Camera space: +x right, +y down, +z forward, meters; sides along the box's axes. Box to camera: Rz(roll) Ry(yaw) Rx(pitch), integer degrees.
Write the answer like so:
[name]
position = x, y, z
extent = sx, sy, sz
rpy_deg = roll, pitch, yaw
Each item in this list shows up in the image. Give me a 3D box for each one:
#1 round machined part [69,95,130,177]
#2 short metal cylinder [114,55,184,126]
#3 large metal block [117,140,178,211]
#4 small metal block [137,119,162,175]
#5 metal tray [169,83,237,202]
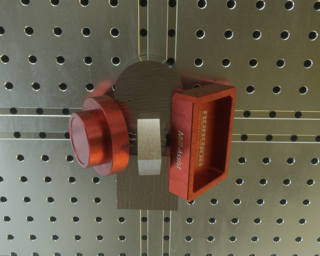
[round machined part]
position = -0.078, 0.012, 0.374
extent = 0.042, 0.098, 0.097
rpy_deg = -11, 114, -32
[short metal cylinder]
position = -0.013, -0.046, 0.382
extent = 0.081, 0.050, 0.079
rpy_deg = 0, 110, 0
[large metal block]
position = -0.015, 0.063, 0.423
extent = 0.081, 0.050, 0.079
rpy_deg = 2, 110, -1
[small metal block]
position = -0.013, 0.023, 0.363
extent = 0.025, 0.050, 0.050
rpy_deg = -1, 152, -3
[metal tray]
position = 0.054, 0.015, 0.386
extent = 0.030, 0.091, 0.129
rpy_deg = 19, 116, 39
